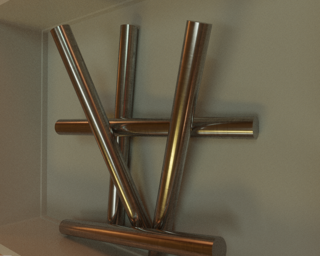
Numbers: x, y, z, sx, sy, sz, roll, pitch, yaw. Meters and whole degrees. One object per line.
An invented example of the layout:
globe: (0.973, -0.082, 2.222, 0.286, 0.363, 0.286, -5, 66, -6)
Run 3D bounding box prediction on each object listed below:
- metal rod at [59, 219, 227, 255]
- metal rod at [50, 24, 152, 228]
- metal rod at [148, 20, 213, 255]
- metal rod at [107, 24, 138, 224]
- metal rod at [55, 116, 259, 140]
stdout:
metal rod: (-0.048, 0.141, 0.407, 0.299, 0.025, 0.025, -11, 83, 43)
metal rod: (-0.071, 0.014, 0.404, 0.025, 0.025, 0.299, -15, 99, 39)
metal rod: (0.017, 0.034, 0.355, 0.025, 0.025, 0.298, 26, 118, 37)
metal rod: (-0.056, 0.003, 0.453, 0.025, 0.025, 0.298, 8, 95, 40)
metal rod: (-0.027, -0.001, 0.404, 0.300, 0.025, 0.025, 0, 90, 32)
